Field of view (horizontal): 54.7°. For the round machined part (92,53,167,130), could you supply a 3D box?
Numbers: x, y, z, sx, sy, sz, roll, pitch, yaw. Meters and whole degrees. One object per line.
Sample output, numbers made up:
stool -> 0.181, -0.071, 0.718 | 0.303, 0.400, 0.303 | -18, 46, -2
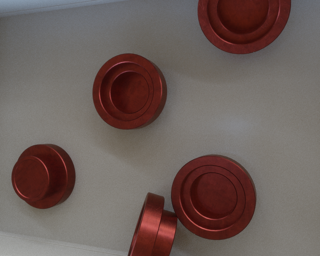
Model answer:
round machined part -> -0.037, -0.047, 0.414 | 0.098, 0.042, 0.097 | 0, 90, 20

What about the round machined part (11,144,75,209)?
round machined part -> -0.181, 0.074, 0.465 | 0.098, 0.042, 0.097 | 0, 90, 20

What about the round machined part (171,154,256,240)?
round machined part -> 0.067, 0.081, 0.378 | 0.098, 0.042, 0.097 | 0, 90, 19

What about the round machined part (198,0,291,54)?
round machined part -> 0.095, -0.138, 0.354 | 0.098, 0.042, 0.097 | 8, 120, 14

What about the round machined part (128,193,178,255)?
round machined part -> -0.009, 0.132, 0.378 | 0.042, 0.098, 0.097 | 18, 96, -1
